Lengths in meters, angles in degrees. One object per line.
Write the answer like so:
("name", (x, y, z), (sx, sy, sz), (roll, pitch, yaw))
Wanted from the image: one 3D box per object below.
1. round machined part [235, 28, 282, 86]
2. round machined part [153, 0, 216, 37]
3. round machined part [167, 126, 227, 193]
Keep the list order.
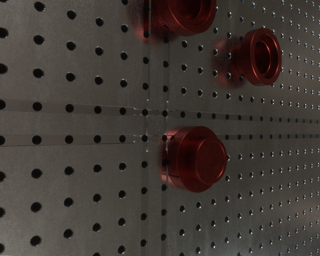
("round machined part", (0.169, -0.122, 0.543), (0.099, 0.042, 0.097), (0, 90, -40))
("round machined part", (0.030, -0.175, 0.425), (0.099, 0.042, 0.097), (0, 90, -40))
("round machined part", (0.060, 0.046, 0.451), (0.099, 0.042, 0.097), (0, 90, -40))
